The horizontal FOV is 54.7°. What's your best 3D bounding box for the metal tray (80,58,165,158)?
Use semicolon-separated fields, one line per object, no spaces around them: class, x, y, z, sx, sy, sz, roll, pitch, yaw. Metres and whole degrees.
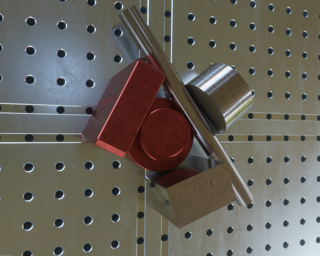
metal tray;-0.047;-0.020;0.340;0.030;0.130;0.090;29;80;-18

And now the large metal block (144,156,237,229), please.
large metal block;0.036;0.077;0.398;0.081;0.080;0.050;-20;97;-19

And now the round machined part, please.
round machined part;0.001;0.009;0.405;0.099;0.042;0.097;0;90;-21

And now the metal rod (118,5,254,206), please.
metal rod;0.041;-0.020;0.406;0.025;0.025;0.299;-37;102;-16

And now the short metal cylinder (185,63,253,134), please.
short metal cylinder;0.075;-0.039;0.411;0.050;0.080;0.080;-39;103;-16
